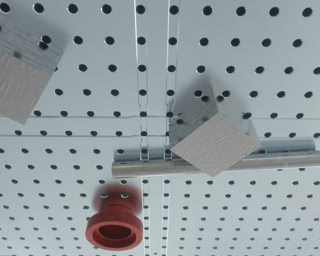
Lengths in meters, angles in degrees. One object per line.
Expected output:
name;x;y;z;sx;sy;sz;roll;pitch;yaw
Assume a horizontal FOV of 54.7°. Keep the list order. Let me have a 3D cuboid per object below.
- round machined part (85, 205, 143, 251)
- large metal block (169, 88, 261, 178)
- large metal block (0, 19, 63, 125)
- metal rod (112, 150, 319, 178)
round machined part;-0.078;0.173;0.547;0.099;0.042;0.097;0;130;0
large metal block;0.069;0.009;0.404;0.080;0.050;0.080;34;122;-26
large metal block;-0.167;-0.062;0.341;0.080;0.050;0.080;28;125;-22
metal rod;0.081;0.054;0.458;0.302;0.025;0.025;-4;130;2
